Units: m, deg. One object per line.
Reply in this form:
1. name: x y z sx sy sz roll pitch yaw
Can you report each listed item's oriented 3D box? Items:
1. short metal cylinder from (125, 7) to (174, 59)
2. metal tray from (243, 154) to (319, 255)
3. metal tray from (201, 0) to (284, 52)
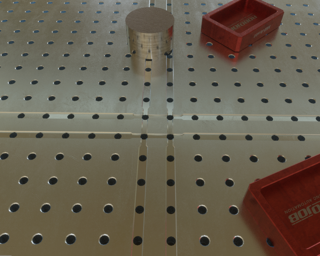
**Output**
1. short metal cylinder: -0.016 -0.162 0.528 0.081 0.050 0.080 0 50 0
2. metal tray: 0.171 0.082 0.336 0.131 0.030 0.090 -19 53 -16
3. metal tray: 0.151 -0.197 0.570 0.131 0.030 0.090 -34 58 -26
